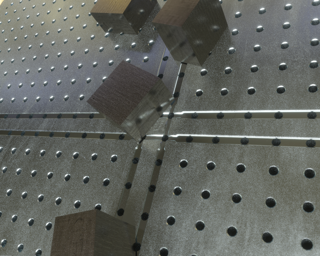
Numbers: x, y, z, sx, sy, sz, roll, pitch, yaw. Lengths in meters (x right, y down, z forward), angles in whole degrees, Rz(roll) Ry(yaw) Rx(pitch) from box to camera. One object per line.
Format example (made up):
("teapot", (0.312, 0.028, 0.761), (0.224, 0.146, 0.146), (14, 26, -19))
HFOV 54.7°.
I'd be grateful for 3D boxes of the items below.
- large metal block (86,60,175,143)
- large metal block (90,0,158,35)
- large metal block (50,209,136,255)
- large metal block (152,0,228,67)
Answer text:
("large metal block", (-0.041, -0.039, 0.436), (0.080, 0.050, 0.080), (33, 80, 37))
("large metal block", (-0.065, -0.218, 0.558), (0.080, 0.050, 0.080), (16, 70, 34))
("large metal block", (-0.067, 0.138, 0.322), (0.050, 0.080, 0.080), (-16, 56, 19))
("large metal block", (0.046, -0.147, 0.438), (0.050, 0.080, 0.080), (23, 74, 36))
